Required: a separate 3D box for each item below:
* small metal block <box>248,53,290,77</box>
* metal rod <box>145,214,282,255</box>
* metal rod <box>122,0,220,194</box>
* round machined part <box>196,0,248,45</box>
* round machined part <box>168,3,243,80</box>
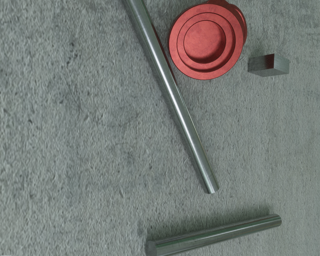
[{"bbox_3d":[0.193,-0.110,0.549,0.050,0.050,0.025,5,87,-40],"label":"small metal block"},{"bbox_3d":[0.104,0.166,0.491,0.302,0.025,0.025,5,87,-40],"label":"metal rod"},{"bbox_3d":[0.020,-0.037,0.421,0.025,0.025,0.299,-38,113,-34],"label":"metal rod"},{"bbox_3d":[0.096,-0.150,0.474,0.099,0.042,0.097,0,90,-40],"label":"round machined part"},{"bbox_3d":[0.059,-0.118,0.421,0.099,0.042,0.097,-1,113,-3],"label":"round machined part"}]
